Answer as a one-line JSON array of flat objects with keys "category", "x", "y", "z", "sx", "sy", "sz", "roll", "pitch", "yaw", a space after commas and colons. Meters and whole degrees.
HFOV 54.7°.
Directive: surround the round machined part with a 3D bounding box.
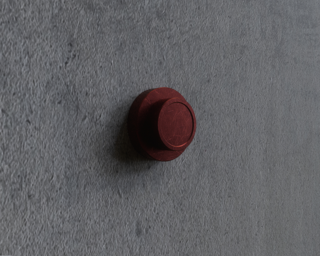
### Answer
[{"category": "round machined part", "x": 0.009, "y": -0.005, "z": 0.404, "sx": 0.099, "sy": 0.042, "sz": 0.097, "roll": 0, "pitch": 90, "yaw": -40}]
